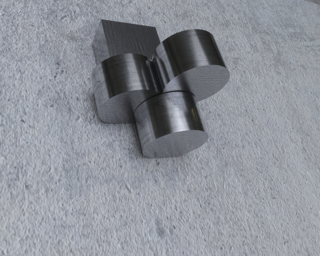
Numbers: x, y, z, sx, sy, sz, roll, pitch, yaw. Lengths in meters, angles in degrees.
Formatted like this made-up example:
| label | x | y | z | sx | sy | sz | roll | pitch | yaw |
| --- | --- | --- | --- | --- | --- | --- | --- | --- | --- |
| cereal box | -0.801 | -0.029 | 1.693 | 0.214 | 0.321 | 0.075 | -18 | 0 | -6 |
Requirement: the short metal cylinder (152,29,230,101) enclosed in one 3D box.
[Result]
| label | x | y | z | sx | sy | sz | roll | pitch | yaw |
| --- | --- | --- | --- | --- | --- | --- | --- | --- | --- |
| short metal cylinder | 0.036 | -0.070 | 0.368 | 0.081 | 0.080 | 0.050 | -2 | 63 | -29 |

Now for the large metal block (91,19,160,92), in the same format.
| label | x | y | z | sx | sy | sz | roll | pitch | yaw |
| --- | --- | --- | --- | --- | --- | --- | --- | --- | --- |
| large metal block | -0.042 | -0.096 | 0.426 | 0.081 | 0.050 | 0.080 | -2 | 63 | -29 |

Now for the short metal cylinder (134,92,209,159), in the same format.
| label | x | y | z | sx | sy | sz | roll | pitch | yaw |
| --- | --- | --- | --- | --- | --- | --- | --- | --- | --- |
| short metal cylinder | 0.013 | -0.001 | 0.378 | 0.081 | 0.080 | 0.050 | 0 | 62 | -29 |

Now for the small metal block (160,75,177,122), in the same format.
| label | x | y | z | sx | sy | sz | roll | pitch | yaw |
| --- | --- | --- | --- | --- | --- | --- | --- | --- | --- |
| small metal block | 0.011 | -0.038 | 0.421 | 0.025 | 0.050 | 0.050 | 1 | 61 | -28 |

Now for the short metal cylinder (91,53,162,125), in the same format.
| label | x | y | z | sx | sy | sz | roll | pitch | yaw |
| --- | --- | --- | --- | --- | --- | --- | --- | --- | --- |
| short metal cylinder | -0.039 | -0.045 | 0.377 | 0.081 | 0.080 | 0.050 | -2 | 63 | -29 |
